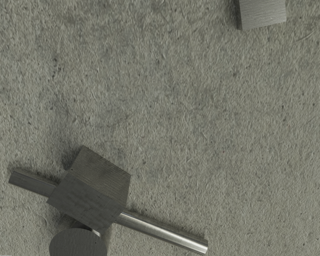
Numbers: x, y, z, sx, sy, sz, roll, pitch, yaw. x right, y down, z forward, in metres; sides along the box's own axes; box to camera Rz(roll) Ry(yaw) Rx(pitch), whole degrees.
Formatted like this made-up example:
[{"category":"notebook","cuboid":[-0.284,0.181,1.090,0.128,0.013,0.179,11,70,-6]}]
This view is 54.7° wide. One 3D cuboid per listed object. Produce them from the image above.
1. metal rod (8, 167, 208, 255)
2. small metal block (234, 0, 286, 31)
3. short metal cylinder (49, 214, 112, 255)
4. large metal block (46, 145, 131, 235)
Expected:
[{"category":"metal rod","cuboid":[-0.068,0.125,0.455,0.302,0.025,0.025,24,108,-9]},{"category":"small metal block","cuboid":[0.115,-0.144,0.358,0.050,0.025,0.050,-12,110,4]},{"category":"short metal cylinder","cuboid":[-0.114,0.164,0.455,0.081,0.050,0.079,0,110,-1]},{"category":"large metal block","cuboid":[-0.089,0.078,0.408,0.080,0.080,0.050,35,106,-12]}]
